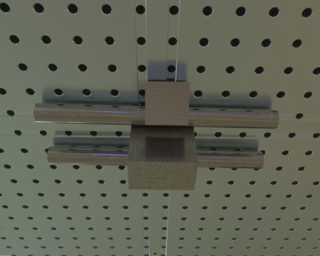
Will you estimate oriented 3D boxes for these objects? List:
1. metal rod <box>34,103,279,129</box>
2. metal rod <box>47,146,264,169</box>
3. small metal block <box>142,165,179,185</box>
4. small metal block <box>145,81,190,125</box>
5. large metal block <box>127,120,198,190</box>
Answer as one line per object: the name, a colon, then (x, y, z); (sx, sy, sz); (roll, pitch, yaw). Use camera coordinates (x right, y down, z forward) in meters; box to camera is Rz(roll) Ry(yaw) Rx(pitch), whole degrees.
metal rod: (-0.002, -0.015, 0.393); (0.302, 0.025, 0.025); (2, 130, -2)
metal rod: (-0.005, 0.043, 0.444); (0.302, 0.025, 0.025); (2, 130, -2)
small metal block: (0.000, 0.069, 0.450); (0.050, 0.025, 0.050); (2, 168, -2)
small metal block: (0.008, -0.029, 0.367); (0.050, 0.025, 0.050); (1, 96, -1)
large metal block: (0.003, 0.032, 0.397); (0.081, 0.080, 0.050); (1, 130, -2)
